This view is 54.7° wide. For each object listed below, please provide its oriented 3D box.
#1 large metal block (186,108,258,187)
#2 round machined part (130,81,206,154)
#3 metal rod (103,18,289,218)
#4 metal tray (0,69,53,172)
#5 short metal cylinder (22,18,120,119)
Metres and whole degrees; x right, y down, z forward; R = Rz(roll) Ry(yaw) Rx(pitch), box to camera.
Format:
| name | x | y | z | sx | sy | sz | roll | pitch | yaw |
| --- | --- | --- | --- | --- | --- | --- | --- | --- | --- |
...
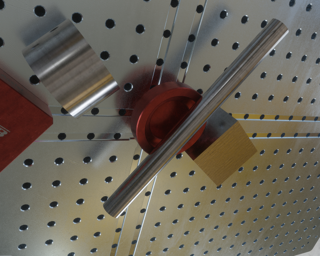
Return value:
| name | x | y | z | sx | sy | sz | roll | pitch | yaw |
| --- | --- | --- | --- | --- | --- | --- | --- | --- | --- |
| large metal block | 0.085 | 0.027 | 0.459 | 0.080 | 0.050 | 0.080 | -42 | 130 | 1 |
| round machined part | 0.008 | -0.014 | 0.396 | 0.099 | 0.042 | 0.097 | -14 | 124 | -21 |
| metal rod | 0.039 | -0.008 | 0.373 | 0.300 | 0.025 | 0.025 | -48 | 129 | 5 |
| metal tray | -0.183 | -0.020 | 0.296 | 0.090 | 0.030 | 0.130 | -43 | 130 | 1 |
| short metal cylinder | -0.083 | -0.055 | 0.296 | 0.050 | 0.080 | 0.080 | -37 | 129 | -4 |
